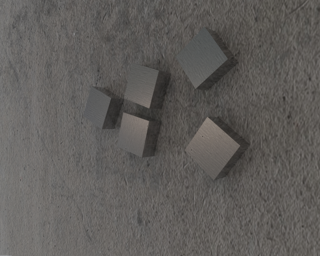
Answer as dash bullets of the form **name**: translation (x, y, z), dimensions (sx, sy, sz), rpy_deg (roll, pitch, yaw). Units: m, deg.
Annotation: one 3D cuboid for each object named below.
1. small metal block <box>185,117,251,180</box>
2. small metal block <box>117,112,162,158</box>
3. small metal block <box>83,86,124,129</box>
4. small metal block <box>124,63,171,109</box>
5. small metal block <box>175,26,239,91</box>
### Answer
- **small metal block**: translation (0.064, 0.022, 0.352), dimensions (0.050, 0.025, 0.050), rpy_deg (46, 117, 30)
- **small metal block**: translation (-0.029, 0.008, 0.429), dimensions (0.050, 0.025, 0.050), rpy_deg (19, 102, 38)
- **small metal block**: translation (-0.088, -0.031, 0.478), dimensions (0.050, 0.025, 0.050), rpy_deg (31, 110, 35)
- **small metal block**: translation (-0.018, -0.057, 0.420), dimensions (0.050, 0.025, 0.050), rpy_deg (24, 105, 37)
- **small metal block**: translation (0.053, -0.080, 0.361), dimensions (0.050, 0.025, 0.050), rpy_deg (-43, 64, 31)
